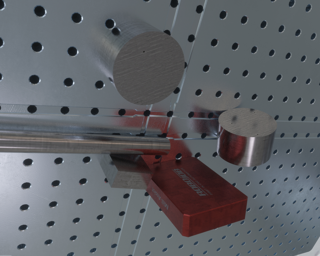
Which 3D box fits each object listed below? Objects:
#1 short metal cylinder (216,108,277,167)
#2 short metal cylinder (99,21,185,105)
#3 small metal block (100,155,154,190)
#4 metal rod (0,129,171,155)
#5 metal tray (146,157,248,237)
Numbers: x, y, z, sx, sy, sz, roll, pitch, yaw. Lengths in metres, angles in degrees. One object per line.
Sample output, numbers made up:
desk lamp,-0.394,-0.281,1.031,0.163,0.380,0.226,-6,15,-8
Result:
short metal cylinder,0.124,0.012,0.451,0.081,0.080,0.050,-15,125,-20
short metal cylinder,-0.020,-0.072,0.340,0.081,0.050,0.079,-14,124,-21
small metal block,-0.044,0.054,0.404,0.050,0.050,0.025,11,113,-33
metal rod,-0.122,0.017,0.354,0.302,0.025,0.025,4,117,-31
metal tray,0.041,0.084,0.416,0.091,0.130,0.030,-8,112,-24
